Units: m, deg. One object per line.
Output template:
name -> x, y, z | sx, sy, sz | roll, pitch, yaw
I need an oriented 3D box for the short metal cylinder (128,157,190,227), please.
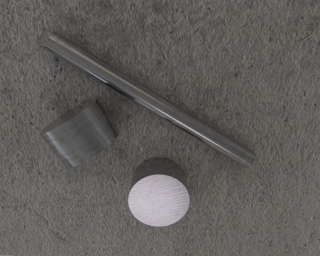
short metal cylinder -> -0.001, 0.087, 0.429 | 0.081, 0.050, 0.079 | 0, 110, 0

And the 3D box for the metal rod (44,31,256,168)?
metal rod -> -0.004, -0.030, 0.398 | 0.301, 0.025, 0.025 | 30, 107, -11

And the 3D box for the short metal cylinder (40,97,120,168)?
short metal cylinder -> -0.097, 0.004, 0.381 | 0.080, 0.080, 0.050 | -28, 108, 10
